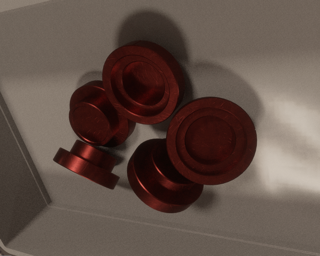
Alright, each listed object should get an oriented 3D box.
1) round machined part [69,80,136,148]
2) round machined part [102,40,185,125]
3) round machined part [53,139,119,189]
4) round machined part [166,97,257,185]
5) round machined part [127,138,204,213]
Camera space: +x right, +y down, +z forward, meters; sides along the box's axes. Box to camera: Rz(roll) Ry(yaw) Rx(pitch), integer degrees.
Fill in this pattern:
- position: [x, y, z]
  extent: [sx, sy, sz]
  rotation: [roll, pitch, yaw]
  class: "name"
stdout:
- position: [-0.087, -0.014, 0.433]
  extent: [0.098, 0.042, 0.097]
  rotation: [13, 124, 20]
  class: "round machined part"
- position: [-0.016, -0.056, 0.370]
  extent: [0.098, 0.042, 0.097]
  rotation: [13, 124, 20]
  class: "round machined part"
- position: [-0.103, 0.051, 0.460]
  extent: [0.098, 0.042, 0.098]
  rotation: [26, 169, 6]
  class: "round machined part"
- position: [0.057, 0.012, 0.357]
  extent: [0.099, 0.042, 0.097]
  rotation: [0, 98, 3]
  class: "round machined part"
- position: [0.013, 0.051, 0.385]
  extent: [0.098, 0.098, 0.042]
  rotation: [37, 131, 3]
  class: "round machined part"
